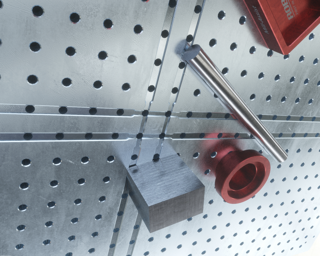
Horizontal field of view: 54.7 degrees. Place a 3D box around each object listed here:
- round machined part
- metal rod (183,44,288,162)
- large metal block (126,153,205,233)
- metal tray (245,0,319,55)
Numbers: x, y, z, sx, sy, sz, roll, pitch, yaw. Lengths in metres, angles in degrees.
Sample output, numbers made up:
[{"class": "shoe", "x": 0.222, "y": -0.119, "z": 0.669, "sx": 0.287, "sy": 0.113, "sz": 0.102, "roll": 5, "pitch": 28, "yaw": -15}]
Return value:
[{"class": "round machined part", "x": 0.134, "y": 0.077, "z": 0.524, "sx": 0.099, "sy": 0.042, "sz": 0.097, "roll": -14, "pitch": 125, "yaw": -21}, {"class": "metal rod", "x": 0.130, "y": -0.020, "z": 0.472, "sx": 0.025, "sy": 0.025, "sz": 0.301, "roll": -48, "pitch": 130, "yaw": 5}, {"class": "large metal block", "x": 0.006, "y": 0.088, "z": 0.435, "sx": 0.081, "sy": 0.080, "sz": 0.050, "roll": -15, "pitch": 125, "yaw": -21}, {"class": "metal tray", "x": 0.161, "y": -0.169, "z": 0.393, "sx": 0.090, "sy": 0.030, "sz": 0.130, "roll": -45, "pitch": 130, "yaw": 3}]
